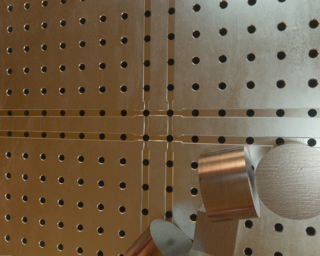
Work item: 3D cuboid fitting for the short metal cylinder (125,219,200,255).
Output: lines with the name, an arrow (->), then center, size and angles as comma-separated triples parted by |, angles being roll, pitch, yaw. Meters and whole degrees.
short metal cylinder -> 0.005, 0.161, 0.382 | 0.080, 0.080, 0.050 | 42, 103, 15

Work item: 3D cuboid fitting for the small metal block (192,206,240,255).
small metal block -> 0.071, 0.130, 0.387 | 0.050, 0.025, 0.050 | 9, 93, 19

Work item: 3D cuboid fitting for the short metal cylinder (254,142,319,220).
short metal cylinder -> 0.149, 0.056, 0.346 | 0.080, 0.050, 0.080 | 0, 90, 20

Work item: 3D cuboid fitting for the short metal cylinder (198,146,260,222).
short metal cylinder -> 0.080, 0.064, 0.355 | 0.050, 0.080, 0.080 | -13, 86, 20
